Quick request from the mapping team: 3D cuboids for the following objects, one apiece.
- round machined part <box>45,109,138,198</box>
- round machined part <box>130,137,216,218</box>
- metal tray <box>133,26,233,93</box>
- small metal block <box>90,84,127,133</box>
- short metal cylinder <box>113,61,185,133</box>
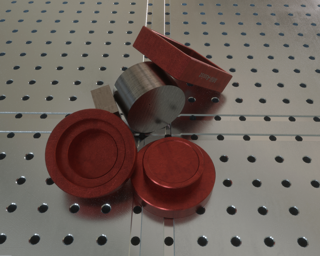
[{"bbox_3d":[-0.074,0.030,0.354,0.099,0.042,0.098,0,78,2],"label":"round machined part"},{"bbox_3d":[0.015,0.049,0.356,0.099,0.042,0.098,0,50,0],"label":"round machined part"},{"bbox_3d":[0.035,-0.093,0.433,0.090,0.030,0.131,43,22,29],"label":"metal tray"},{"bbox_3d":[-0.066,-0.019,0.405,0.025,0.050,0.050,-21,53,-5],"label":"small metal block"},{"bbox_3d":[-0.014,-0.039,0.405,0.081,0.080,0.050,-20,53,-17],"label":"short metal cylinder"}]
